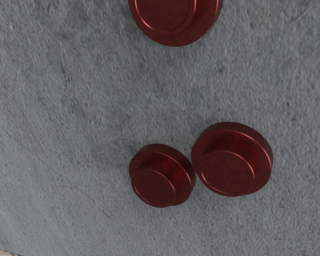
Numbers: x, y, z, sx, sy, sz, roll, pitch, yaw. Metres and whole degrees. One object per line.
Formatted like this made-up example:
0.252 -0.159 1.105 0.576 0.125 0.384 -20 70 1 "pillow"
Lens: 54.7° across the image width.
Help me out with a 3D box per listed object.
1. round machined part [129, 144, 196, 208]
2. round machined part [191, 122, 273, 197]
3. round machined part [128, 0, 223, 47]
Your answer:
-0.002 0.074 0.441 0.098 0.042 0.097 13 124 20 "round machined part"
0.084 0.045 0.379 0.098 0.042 0.097 13 124 20 "round machined part"
0.010 -0.129 0.310 0.098 0.042 0.097 13 124 20 "round machined part"
